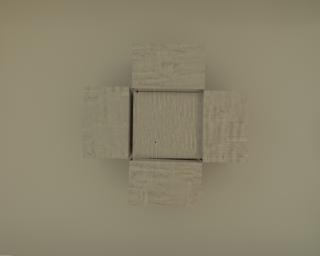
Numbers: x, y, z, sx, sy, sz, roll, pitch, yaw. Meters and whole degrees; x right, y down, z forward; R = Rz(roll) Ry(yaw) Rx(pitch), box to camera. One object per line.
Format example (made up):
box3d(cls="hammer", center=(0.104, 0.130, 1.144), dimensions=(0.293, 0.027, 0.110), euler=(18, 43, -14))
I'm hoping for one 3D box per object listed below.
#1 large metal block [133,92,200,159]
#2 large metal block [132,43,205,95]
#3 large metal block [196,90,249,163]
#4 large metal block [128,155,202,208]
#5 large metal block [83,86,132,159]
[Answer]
box3d(cls="large metal block", center=(0.008, -0.004, 0.396), dimensions=(0.081, 0.050, 0.080), euler=(1, 90, 0))
box3d(cls="large metal block", center=(0.010, -0.068, 0.382), dimensions=(0.081, 0.080, 0.050), euler=(1, 90, 0))
box3d(cls="large metal block", center=(0.073, -0.002, 0.383), dimensions=(0.050, 0.080, 0.080), euler=(1, 90, 0))
box3d(cls="large metal block", center=(0.006, 0.062, 0.382), dimensions=(0.081, 0.080, 0.050), euler=(2, 90, 0))
box3d(cls="large metal block", center=(-0.060, -0.007, 0.382), dimensions=(0.050, 0.080, 0.080), euler=(1, 90, 0))
